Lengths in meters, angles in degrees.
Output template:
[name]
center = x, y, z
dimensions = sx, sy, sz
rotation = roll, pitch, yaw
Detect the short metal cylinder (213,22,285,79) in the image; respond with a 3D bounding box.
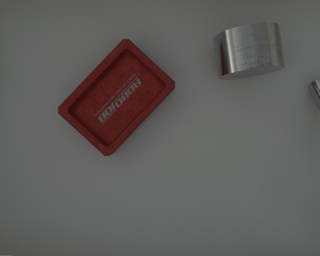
[short metal cylinder]
center = 0.110, -0.093, 0.385
dimensions = 0.081, 0.080, 0.050
rotation = -8, 90, 0

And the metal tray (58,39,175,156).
[metal tray]
center = -0.055, -0.039, 0.408
dimensions = 0.090, 0.030, 0.130
rotation = 43, 90, -1

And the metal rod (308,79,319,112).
[metal rod]
center = 0.241, 0.072, 0.351
dimensions = 0.025, 0.025, 0.299
rotation = -12, 64, 0
